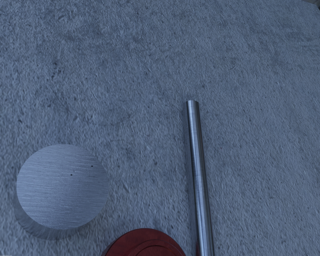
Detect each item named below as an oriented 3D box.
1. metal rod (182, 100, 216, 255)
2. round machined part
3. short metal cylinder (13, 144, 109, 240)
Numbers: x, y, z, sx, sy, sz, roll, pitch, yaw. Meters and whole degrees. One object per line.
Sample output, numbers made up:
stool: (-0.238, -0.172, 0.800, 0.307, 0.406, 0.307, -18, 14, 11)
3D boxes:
metal rod: (0.048, 0.096, 0.373, 0.025, 0.025, 0.299, 12, 56, -22)
round machined part: (-0.011, 0.147, 0.299, 0.099, 0.042, 0.098, 14, 56, -21)
short metal cylinder: (-0.096, 0.062, 0.299, 0.081, 0.050, 0.080, 14, 56, -21)
